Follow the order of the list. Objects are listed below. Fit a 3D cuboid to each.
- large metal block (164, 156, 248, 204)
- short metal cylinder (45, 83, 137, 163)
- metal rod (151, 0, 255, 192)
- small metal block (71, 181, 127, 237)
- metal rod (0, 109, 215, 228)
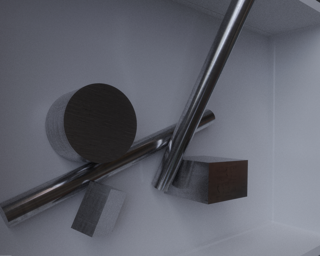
[{"bbox_3d":[0.063,0.067,0.426,0.081,0.080,0.050,2,89,-40],"label":"large metal block"},{"bbox_3d":[-0.072,-0.003,0.327,0.081,0.050,0.080,4,84,-38],"label":"short metal cylinder"},{"bbox_3d":[0.057,-0.057,0.376,0.025,0.025,0.298,12,107,-40],"label":"metal rod"},{"bbox_3d":[-0.064,0.088,0.337,0.050,0.025,0.050,51,58,-69],"label":"small metal block"},{"bbox_3d":[-0.035,0.032,0.378,0.302,0.025,0.025,-24,106,-38],"label":"metal rod"}]
